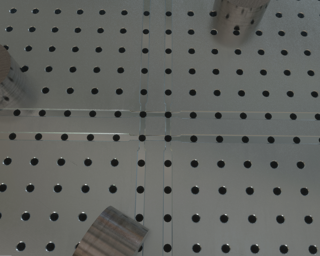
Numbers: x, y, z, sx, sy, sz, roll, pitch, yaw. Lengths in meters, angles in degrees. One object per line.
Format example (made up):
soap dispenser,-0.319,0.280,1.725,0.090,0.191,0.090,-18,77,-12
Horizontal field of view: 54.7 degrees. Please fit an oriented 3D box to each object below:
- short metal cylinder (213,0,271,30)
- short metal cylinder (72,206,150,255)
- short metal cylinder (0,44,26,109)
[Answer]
short metal cylinder,0.126,-0.198,0.472,0.081,0.050,0.080,0,70,0
short metal cylinder,-0.054,0.132,0.334,0.050,0.080,0.080,29,73,10
short metal cylinder,-0.233,-0.071,0.421,0.081,0.050,0.080,0,70,0
